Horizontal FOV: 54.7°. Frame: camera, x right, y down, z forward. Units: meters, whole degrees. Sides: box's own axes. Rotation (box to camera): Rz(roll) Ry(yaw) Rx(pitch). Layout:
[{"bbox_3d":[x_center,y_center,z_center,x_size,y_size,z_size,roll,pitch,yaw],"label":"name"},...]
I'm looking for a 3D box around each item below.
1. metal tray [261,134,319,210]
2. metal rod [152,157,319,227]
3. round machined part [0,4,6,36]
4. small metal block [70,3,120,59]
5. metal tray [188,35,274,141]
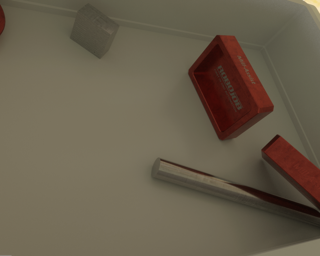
[{"bbox_3d":[0.196,0.069,0.415,0.130,0.030,0.090,46,5,21],"label":"metal tray"},{"bbox_3d":[0.131,0.095,0.420,0.302,0.025,0.025,19,54,-17],"label":"metal rod"},{"bbox_3d":[-0.223,-0.136,0.341,0.099,0.042,0.098,23,53,-35],"label":"round machined part"},{"bbox_3d":[-0.090,-0.131,0.422,0.050,0.050,0.025,35,51,-6],"label":"small metal block"},{"bbox_3d":[0.098,-0.058,0.454,0.030,0.090,0.130,-9,66,-32],"label":"metal tray"}]
